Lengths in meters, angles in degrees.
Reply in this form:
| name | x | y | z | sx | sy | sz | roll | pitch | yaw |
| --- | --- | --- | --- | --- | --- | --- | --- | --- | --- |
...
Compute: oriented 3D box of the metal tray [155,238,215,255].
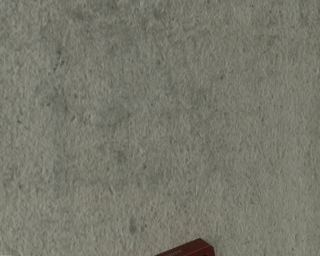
| name | x | y | z | sx | sy | sz | roll | pitch | yaw |
| --- | --- | --- | --- | --- | --- | --- | --- | --- | --- |
| metal tray | 0.016 | 0.215 | 0.413 | 0.131 | 0.030 | 0.089 | -14 | 95 | -20 |
